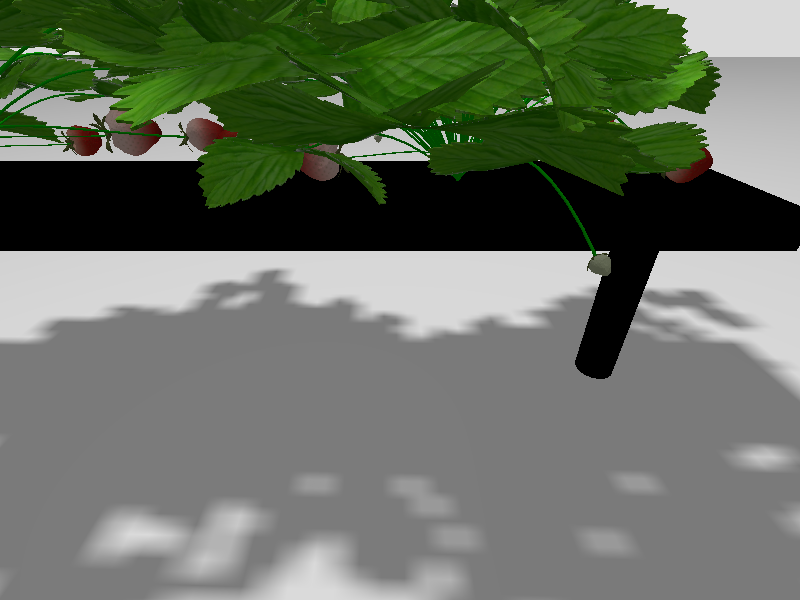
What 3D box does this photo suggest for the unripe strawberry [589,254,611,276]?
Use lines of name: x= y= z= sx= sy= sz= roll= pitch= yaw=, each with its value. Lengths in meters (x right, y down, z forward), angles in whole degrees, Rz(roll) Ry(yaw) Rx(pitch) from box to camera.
unripe strawberry: x=0.105 y=-0.018 z=0.208 sx=0.010 sy=0.011 sz=0.011 roll=-10 pitch=-37 yaw=-15

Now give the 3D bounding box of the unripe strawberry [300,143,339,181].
unripe strawberry: x=-0.070 y=-0.123 z=0.339 sx=0.039 sy=0.041 sz=0.036 roll=0 pitch=33 yaw=1

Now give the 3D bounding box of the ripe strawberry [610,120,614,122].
ripe strawberry: x=0.238 y=-0.205 z=0.479 sx=0.032 sy=0.027 sz=0.032 roll=32 pitch=-8 yaw=39

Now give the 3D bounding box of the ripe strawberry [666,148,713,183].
ripe strawberry: x=0.246 y=-0.117 z=0.339 sx=0.036 sy=0.034 sz=0.033 roll=1 pitch=33 yaw=0

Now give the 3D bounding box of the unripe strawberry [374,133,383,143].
unripe strawberry: x=-0.025 y=-0.189 z=0.465 sx=0.010 sy=0.011 sz=0.011 roll=-16 pitch=36 yaw=-23

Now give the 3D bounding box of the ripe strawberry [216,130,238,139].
ripe strawberry: x=-0.167 y=-0.154 z=0.397 sx=0.030 sy=0.031 sz=0.028 roll=9 pitch=34 yaw=15

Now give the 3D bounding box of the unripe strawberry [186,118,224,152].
unripe strawberry: x=-0.206 y=-0.176 z=0.427 sx=0.039 sy=0.034 sz=0.039 roll=-16 pitch=36 yaw=-24

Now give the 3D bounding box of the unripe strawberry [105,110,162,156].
unripe strawberry: x=-0.280 y=-0.179 z=0.424 sx=0.049 sy=0.048 sz=0.045 roll=-24 pitch=40 yaw=-34

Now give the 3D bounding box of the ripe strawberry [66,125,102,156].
ripe strawberry: x=-0.325 y=-0.165 z=0.415 sx=0.026 sy=0.030 sz=0.029 roll=24 pitch=40 yaw=33
